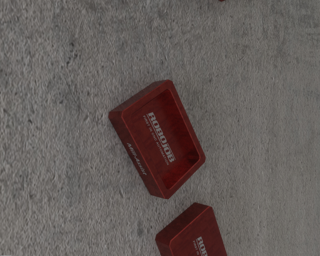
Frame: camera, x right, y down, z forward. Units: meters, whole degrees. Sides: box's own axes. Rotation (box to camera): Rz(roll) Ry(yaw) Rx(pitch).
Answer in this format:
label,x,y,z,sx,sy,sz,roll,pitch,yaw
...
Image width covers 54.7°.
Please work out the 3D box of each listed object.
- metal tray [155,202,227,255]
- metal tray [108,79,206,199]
label,x,y,z,sx,sy,sz,roll,pitch,yaw
metal tray,0.053,0.186,0.446,0.091,0.030,0.129,-30,109,-36
metal tray,0.002,0.014,0.402,0.091,0.030,0.129,-39,114,-33
